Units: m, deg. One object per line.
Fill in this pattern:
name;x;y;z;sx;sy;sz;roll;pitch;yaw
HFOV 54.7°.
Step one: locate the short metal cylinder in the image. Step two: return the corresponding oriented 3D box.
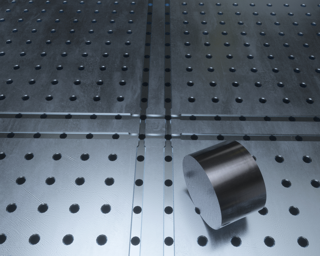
short metal cylinder;0.064;0.058;0.324;0.050;0.080;0.080;-19;53;-15
